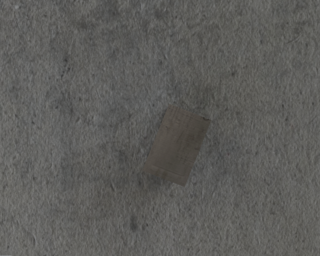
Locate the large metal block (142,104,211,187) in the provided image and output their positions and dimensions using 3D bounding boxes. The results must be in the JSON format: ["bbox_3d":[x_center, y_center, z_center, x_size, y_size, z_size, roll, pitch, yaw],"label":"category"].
[{"bbox_3d":[0.019,0.019,0.383,0.050,0.080,0.080,22,90,0],"label":"large metal block"}]
